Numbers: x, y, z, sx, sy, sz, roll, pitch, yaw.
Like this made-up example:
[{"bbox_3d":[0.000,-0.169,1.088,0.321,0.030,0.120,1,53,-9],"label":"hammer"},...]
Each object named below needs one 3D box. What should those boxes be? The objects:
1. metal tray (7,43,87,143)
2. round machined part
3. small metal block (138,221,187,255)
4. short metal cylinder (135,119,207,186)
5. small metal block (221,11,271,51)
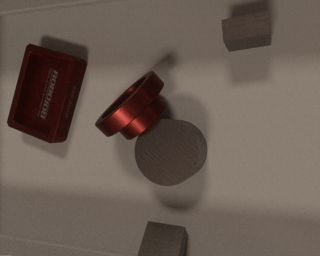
[{"bbox_3d":[-0.171,-0.052,0.466,0.090,0.030,0.129,19,96,18],"label":"metal tray"},{"bbox_3d":[-0.031,-0.023,0.388,0.098,0.098,0.042,-39,105,15],"label":"round machined part"},{"bbox_3d":[0.004,0.151,0.394,0.050,0.025,0.050,3,49,19],"label":"small metal block"},{"bbox_3d":[0.015,0.029,0.391,0.080,0.050,0.079,0,90,19],"label":"short metal cylinder"},{"bbox_3d":[0.102,-0.111,0.361,0.050,0.050,0.025,-5,89,19],"label":"small metal block"}]
